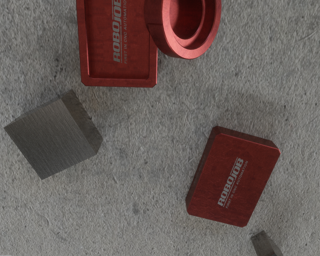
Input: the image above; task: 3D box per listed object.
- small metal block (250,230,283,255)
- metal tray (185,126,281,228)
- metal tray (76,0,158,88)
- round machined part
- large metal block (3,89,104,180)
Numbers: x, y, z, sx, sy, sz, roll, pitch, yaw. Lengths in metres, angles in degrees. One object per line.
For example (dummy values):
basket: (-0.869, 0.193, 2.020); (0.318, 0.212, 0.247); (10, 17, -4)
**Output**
small metal block: (0.168, 0.193, 0.469); (0.025, 0.050, 0.050); (-37, 106, 12)
metal tray: (0.098, 0.070, 0.434); (0.091, 0.030, 0.129); (15, 109, -6)
metal tray: (-0.048, -0.115, 0.364); (0.091, 0.030, 0.129); (1, 110, -1)
round machined part: (0.021, -0.126, 0.336); (0.099, 0.042, 0.097); (-21, 120, -41)
large metal block: (-0.132, 0.008, 0.398); (0.080, 0.050, 0.080); (-25, 108, 9)
